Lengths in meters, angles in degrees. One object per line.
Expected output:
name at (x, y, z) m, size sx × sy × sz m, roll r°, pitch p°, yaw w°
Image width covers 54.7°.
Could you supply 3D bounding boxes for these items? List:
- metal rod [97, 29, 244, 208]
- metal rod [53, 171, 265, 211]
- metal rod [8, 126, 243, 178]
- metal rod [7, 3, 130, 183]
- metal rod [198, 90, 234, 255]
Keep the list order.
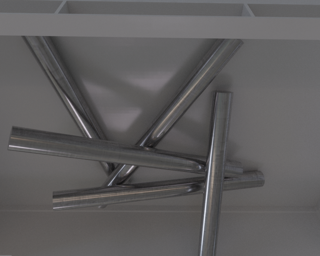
metal rod at (-0.005, 0.006, 0.394) m, size 0.025 × 0.025 × 0.298 m, roll 28°, pitch 119°, yaw -22°
metal rod at (0.009, 0.086, 0.436) m, size 0.302 × 0.025 × 0.025 m, roll -3°, pitch 132°, yaw -16°
metal rod at (-0.019, 0.035, 0.380) m, size 0.302 × 0.025 × 0.025 m, roll 11°, pitch 131°, yaw -28°
metal rod at (-0.097, -0.009, 0.399) m, size 0.025 × 0.025 × 0.299 m, roll -13°, pitch 129°, yaw 10°
metal rod at (0.069, 0.100, 0.411) m, size 0.025 × 0.025 × 0.298 m, roll 2°, pitch 104°, yaw -2°
